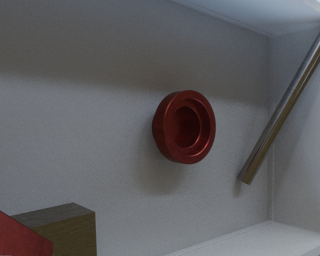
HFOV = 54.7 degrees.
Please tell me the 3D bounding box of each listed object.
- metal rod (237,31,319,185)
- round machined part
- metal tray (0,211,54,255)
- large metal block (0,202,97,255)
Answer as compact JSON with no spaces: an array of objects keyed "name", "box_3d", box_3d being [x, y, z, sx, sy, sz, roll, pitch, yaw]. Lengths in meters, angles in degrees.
[{"name":"metal rod","box_3d":[0.214,-0.039,0.520,0.025,0.025,0.299,24,96,-38]},{"name":"round machined part","box_3d":[0.028,-0.001,0.421,0.099,0.042,0.097,0,90,-40]},{"name":"metal tray","box_3d":[-0.121,0.094,0.183,0.130,0.030,0.090,70,25,-52]},{"name":"large metal block","box_3d":[-0.110,0.124,0.300,0.081,0.050,0.079,-4,93,-40]}]
